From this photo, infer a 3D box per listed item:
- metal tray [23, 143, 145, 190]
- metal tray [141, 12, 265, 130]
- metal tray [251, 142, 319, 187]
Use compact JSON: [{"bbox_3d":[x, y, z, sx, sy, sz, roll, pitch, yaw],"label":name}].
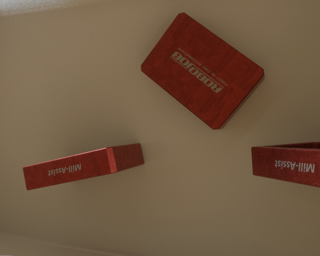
[{"bbox_3d":[-0.098,0.050,0.409,0.130,0.090,0.030,-14,86,19],"label":"metal tray"},{"bbox_3d":[0.051,-0.070,0.389,0.130,0.030,0.090,41,102,15],"label":"metal tray"},{"bbox_3d":[0.159,0.031,0.284,0.091,0.130,0.030,-3,89,-19],"label":"metal tray"}]
